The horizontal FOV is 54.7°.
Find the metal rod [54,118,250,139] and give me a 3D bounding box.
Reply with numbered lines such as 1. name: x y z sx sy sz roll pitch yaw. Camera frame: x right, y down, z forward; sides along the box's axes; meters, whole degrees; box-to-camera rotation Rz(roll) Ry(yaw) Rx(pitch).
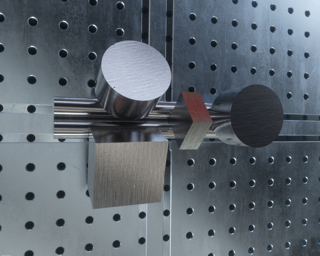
1. metal rod: 0.017 0.002 0.416 0.303 0.025 0.025 1 90 -20

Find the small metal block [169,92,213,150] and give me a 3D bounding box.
1. small metal block: 0.036 -0.009 0.379 0.025 0.050 0.050 1 48 -20

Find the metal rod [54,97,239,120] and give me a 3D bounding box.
1. metal rod: 0.017 -0.023 0.416 0.303 0.025 0.025 1 90 -20

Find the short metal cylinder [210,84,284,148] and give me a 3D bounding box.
1. short metal cylinder: 0.114 -0.015 0.411 0.081 0.050 0.079 0 90 -20

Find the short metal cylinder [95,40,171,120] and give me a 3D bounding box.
1. short metal cylinder: -0.033 -0.056 0.368 0.081 0.050 0.080 8 63 -17

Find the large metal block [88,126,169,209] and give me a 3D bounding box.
1. large metal block: -0.041 0.044 0.366 0.081 0.050 0.079 -1 111 -20
